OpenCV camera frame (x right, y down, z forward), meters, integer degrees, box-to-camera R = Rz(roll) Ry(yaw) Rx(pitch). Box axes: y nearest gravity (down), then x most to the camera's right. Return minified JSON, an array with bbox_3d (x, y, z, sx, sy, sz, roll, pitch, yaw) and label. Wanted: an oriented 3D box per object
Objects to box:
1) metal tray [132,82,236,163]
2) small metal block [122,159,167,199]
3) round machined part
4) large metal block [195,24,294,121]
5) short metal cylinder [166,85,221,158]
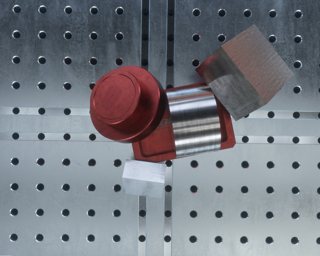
[{"bbox_3d":[0.025,-0.007,0.409,0.131,0.030,0.089,-11,90,0],"label":"metal tray"},{"bbox_3d":[-0.020,0.066,0.395,0.050,0.050,0.025,8,56,0],"label":"small metal block"},{"bbox_3d":[-0.046,-0.033,0.382,0.098,0.042,0.098,-6,74,22],"label":"round machined part"},{"bbox_3d":[0.104,-0.068,0.378,0.080,0.050,0.080,-39,91,-37],"label":"large metal block"},{"bbox_3d":[0.038,-0.008,0.370,0.050,0.080,0.080,-9,90,-1],"label":"short metal cylinder"}]
